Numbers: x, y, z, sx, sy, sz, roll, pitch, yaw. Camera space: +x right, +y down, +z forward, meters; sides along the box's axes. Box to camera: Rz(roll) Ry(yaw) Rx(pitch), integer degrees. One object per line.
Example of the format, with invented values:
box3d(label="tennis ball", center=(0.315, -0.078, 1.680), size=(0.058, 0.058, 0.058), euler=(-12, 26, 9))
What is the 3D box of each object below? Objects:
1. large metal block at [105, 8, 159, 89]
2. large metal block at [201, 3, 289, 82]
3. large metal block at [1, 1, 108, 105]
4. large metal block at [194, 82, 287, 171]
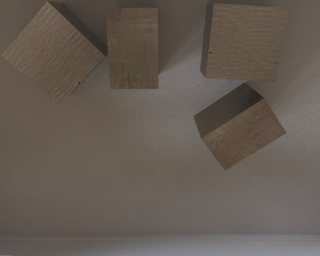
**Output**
box3d(label="large metal block", center=(-0.027, -0.092, 0.348), size=(0.050, 0.080, 0.079), euler=(0, 110, 0))
box3d(label="large metal block", center=(0.094, -0.100, 0.362), size=(0.081, 0.050, 0.079), euler=(3, 110, -2))
box3d(label="large metal block", center=(-0.117, -0.088, 0.364), size=(0.080, 0.050, 0.080), euler=(-43, 105, 14))
box3d(label="large metal block", center=(0.093, -0.005, 0.382), size=(0.080, 0.080, 0.050), euler=(-34, 107, 11))
